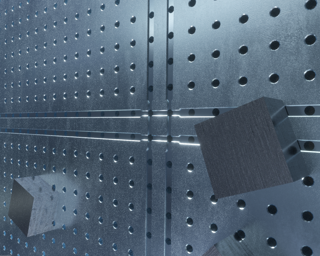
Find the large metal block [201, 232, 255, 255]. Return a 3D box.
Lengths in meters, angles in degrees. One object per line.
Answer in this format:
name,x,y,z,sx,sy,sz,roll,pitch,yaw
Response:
large metal block,0.072,0.175,0.334,0.080,0.050,0.080,51,120,27

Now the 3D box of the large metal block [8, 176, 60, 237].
large metal block,-0.244,0.148,0.597,0.080,0.050,0.080,24,105,37

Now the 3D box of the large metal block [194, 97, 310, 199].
large metal block,0.092,0.022,0.318,0.080,0.050,0.080,-24,75,37
